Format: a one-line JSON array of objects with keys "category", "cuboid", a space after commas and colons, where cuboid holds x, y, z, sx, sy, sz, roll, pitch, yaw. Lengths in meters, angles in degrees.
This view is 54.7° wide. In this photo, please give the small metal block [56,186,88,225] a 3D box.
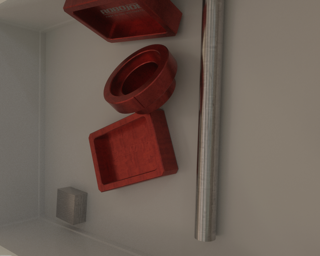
[{"category": "small metal block", "cuboid": [-0.151, 0.132, 0.528, 0.050, 0.025, 0.050, 7, 94, 39]}]

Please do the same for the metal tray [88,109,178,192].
[{"category": "metal tray", "cuboid": [-0.043, 0.034, 0.436, 0.130, 0.030, 0.090, -22, 76, 37]}]

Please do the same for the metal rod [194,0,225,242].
[{"category": "metal rod", "cuboid": [0.057, -0.021, 0.358, 0.025, 0.025, 0.298, 3, 92, 39]}]

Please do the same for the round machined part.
[{"category": "round machined part", "cuboid": [-0.019, -0.056, 0.390, 0.098, 0.042, 0.098, -24, 41, 23]}]

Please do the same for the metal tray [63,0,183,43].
[{"category": "metal tray", "cuboid": [-0.049, -0.149, 0.399, 0.130, 0.090, 0.030, 7, 78, 39]}]
